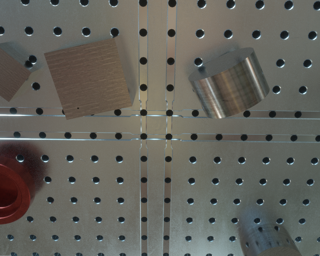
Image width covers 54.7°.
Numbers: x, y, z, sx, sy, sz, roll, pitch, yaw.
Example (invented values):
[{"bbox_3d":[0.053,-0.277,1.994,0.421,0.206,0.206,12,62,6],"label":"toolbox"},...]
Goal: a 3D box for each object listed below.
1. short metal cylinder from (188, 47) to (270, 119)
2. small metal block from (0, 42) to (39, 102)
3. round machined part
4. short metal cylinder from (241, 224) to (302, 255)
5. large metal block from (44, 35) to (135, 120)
[{"bbox_3d":[0.081,-0.053,0.365,0.080,0.080,0.050,-26,108,9],"label":"short metal cylinder"},{"bbox_3d":[-0.190,-0.070,0.386,0.050,0.025,0.050,40,105,-14],"label":"small metal block"},{"bbox_3d":[-0.223,0.082,0.432,0.099,0.042,0.097,0,110,0],"label":"round machined part"},{"bbox_3d":[0.171,0.196,0.474,0.081,0.050,0.079,0,110,0],"label":"short metal cylinder"},{"bbox_3d":[-0.080,-0.063,0.376,0.080,0.050,0.079,-12,110,4],"label":"large metal block"}]
